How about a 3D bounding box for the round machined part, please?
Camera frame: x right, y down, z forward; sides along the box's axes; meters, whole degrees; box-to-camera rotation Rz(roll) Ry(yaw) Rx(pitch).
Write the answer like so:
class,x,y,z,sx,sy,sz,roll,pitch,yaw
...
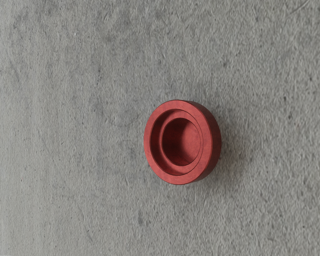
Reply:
class,x,y,z,sx,sy,sz,roll,pitch,yaw
round machined part,0.030,0.016,0.370,0.098,0.042,0.097,0,90,40
